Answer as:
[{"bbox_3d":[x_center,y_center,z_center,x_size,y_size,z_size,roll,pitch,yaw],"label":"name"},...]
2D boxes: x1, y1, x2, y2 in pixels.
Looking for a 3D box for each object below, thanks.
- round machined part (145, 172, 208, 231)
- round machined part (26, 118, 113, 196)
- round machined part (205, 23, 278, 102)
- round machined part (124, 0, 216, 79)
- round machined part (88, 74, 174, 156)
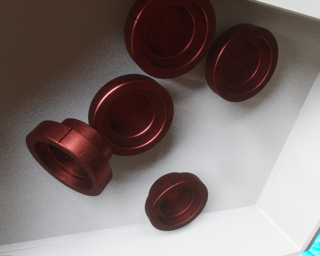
[{"bbox_3d":[0.021,0.108,0.478,0.099,0.042,0.097,-14,125,-21],"label":"round machined part"},{"bbox_3d":[-0.093,0.027,0.340,0.042,0.098,0.098,-55,139,-35],"label":"round machined part"},{"bbox_3d":[0.100,-0.086,0.401,0.099,0.042,0.097,-14,125,-21],"label":"round machined part"},{"bbox_3d":[0.007,-0.106,0.333,0.099,0.042,0.097,-17,132,-20],"label":"round machined part"},{"bbox_3d":[-0.037,-0.018,0.368,0.099,0.042,0.097,-14,124,-21],"label":"round machined part"}]
